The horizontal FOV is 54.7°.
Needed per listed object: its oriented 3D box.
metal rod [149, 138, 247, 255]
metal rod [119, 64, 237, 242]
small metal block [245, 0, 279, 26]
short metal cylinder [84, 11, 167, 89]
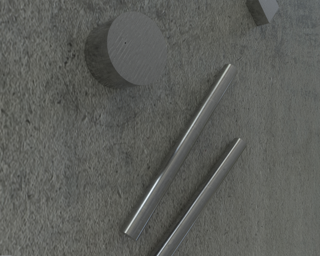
[{"bbox_3d":[0.045,0.122,0.444,0.301,0.025,0.025,-47,119,-30],"label":"metal rod"},{"bbox_3d":[0.038,0.018,0.438,0.025,0.025,0.301,49,61,-29],"label":"metal rod"},{"bbox_3d":[0.187,-0.224,0.565,0.050,0.025,0.050,50,60,-29],"label":"small metal block"},{"bbox_3d":[-0.039,-0.087,0.357,0.081,0.050,0.079,0,90,-40],"label":"short metal cylinder"}]
